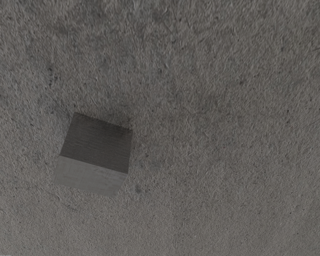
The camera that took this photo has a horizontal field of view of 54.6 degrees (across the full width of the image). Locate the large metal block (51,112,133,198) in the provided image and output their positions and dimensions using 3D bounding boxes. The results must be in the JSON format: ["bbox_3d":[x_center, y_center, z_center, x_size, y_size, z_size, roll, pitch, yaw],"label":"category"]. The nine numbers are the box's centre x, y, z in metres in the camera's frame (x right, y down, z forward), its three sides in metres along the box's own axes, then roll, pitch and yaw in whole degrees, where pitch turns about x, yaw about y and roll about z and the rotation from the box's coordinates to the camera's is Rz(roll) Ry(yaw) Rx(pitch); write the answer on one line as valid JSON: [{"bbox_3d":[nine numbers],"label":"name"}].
[{"bbox_3d":[-0.085,0.034,0.399,0.080,0.080,0.050,18,128,-15],"label":"large metal block"}]
